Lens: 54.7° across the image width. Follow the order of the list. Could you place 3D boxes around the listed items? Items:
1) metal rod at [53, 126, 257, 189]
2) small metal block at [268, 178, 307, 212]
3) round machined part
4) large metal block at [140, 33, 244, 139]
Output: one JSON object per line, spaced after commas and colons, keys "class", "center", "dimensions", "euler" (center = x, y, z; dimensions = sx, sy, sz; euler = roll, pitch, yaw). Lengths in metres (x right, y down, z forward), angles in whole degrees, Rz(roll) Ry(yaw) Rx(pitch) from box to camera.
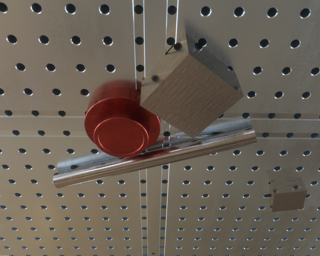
{"class": "metal rod", "center": [-0.014, 0.045, 0.449], "dimensions": [0.301, 0.025, 0.025], "euler": [-14, 129, 11]}
{"class": "small metal block", "center": [0.208, 0.111, 0.510], "dimensions": [0.050, 0.025, 0.050], "euler": [-7, 130, 5]}
{"class": "round machined part", "center": [-0.048, 0.000, 0.400], "dimensions": [0.099, 0.042, 0.097], "euler": [-1, 130, 0]}
{"class": "large metal block", "center": [0.034, -0.046, 0.357], "dimensions": [0.080, 0.050, 0.080], "euler": [31, 123, -24]}
